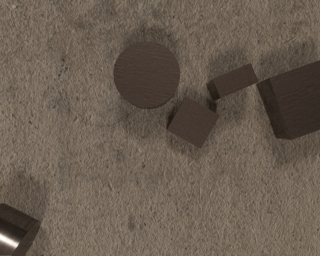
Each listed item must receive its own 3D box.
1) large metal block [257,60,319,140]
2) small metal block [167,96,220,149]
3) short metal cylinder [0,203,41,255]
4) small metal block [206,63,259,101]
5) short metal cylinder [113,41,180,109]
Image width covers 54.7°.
[{"bbox_3d":[0.184,-0.037,0.400,0.080,0.050,0.080,-20,90,-1],"label":"large metal block"},{"bbox_3d":[0.043,-0.007,0.411,0.050,0.025,0.050,29,90,-1],"label":"small metal block"},{"bbox_3d":[-0.193,0.140,0.380,0.050,0.080,0.080,28,90,-1],"label":"short metal cylinder"},{"bbox_3d":[0.091,-0.058,0.399,0.050,0.050,0.025,-23,90,0],"label":"small metal block"},{"bbox_3d":[-0.016,-0.065,0.397,0.081,0.050,0.079,0,90,-1],"label":"short metal cylinder"}]
